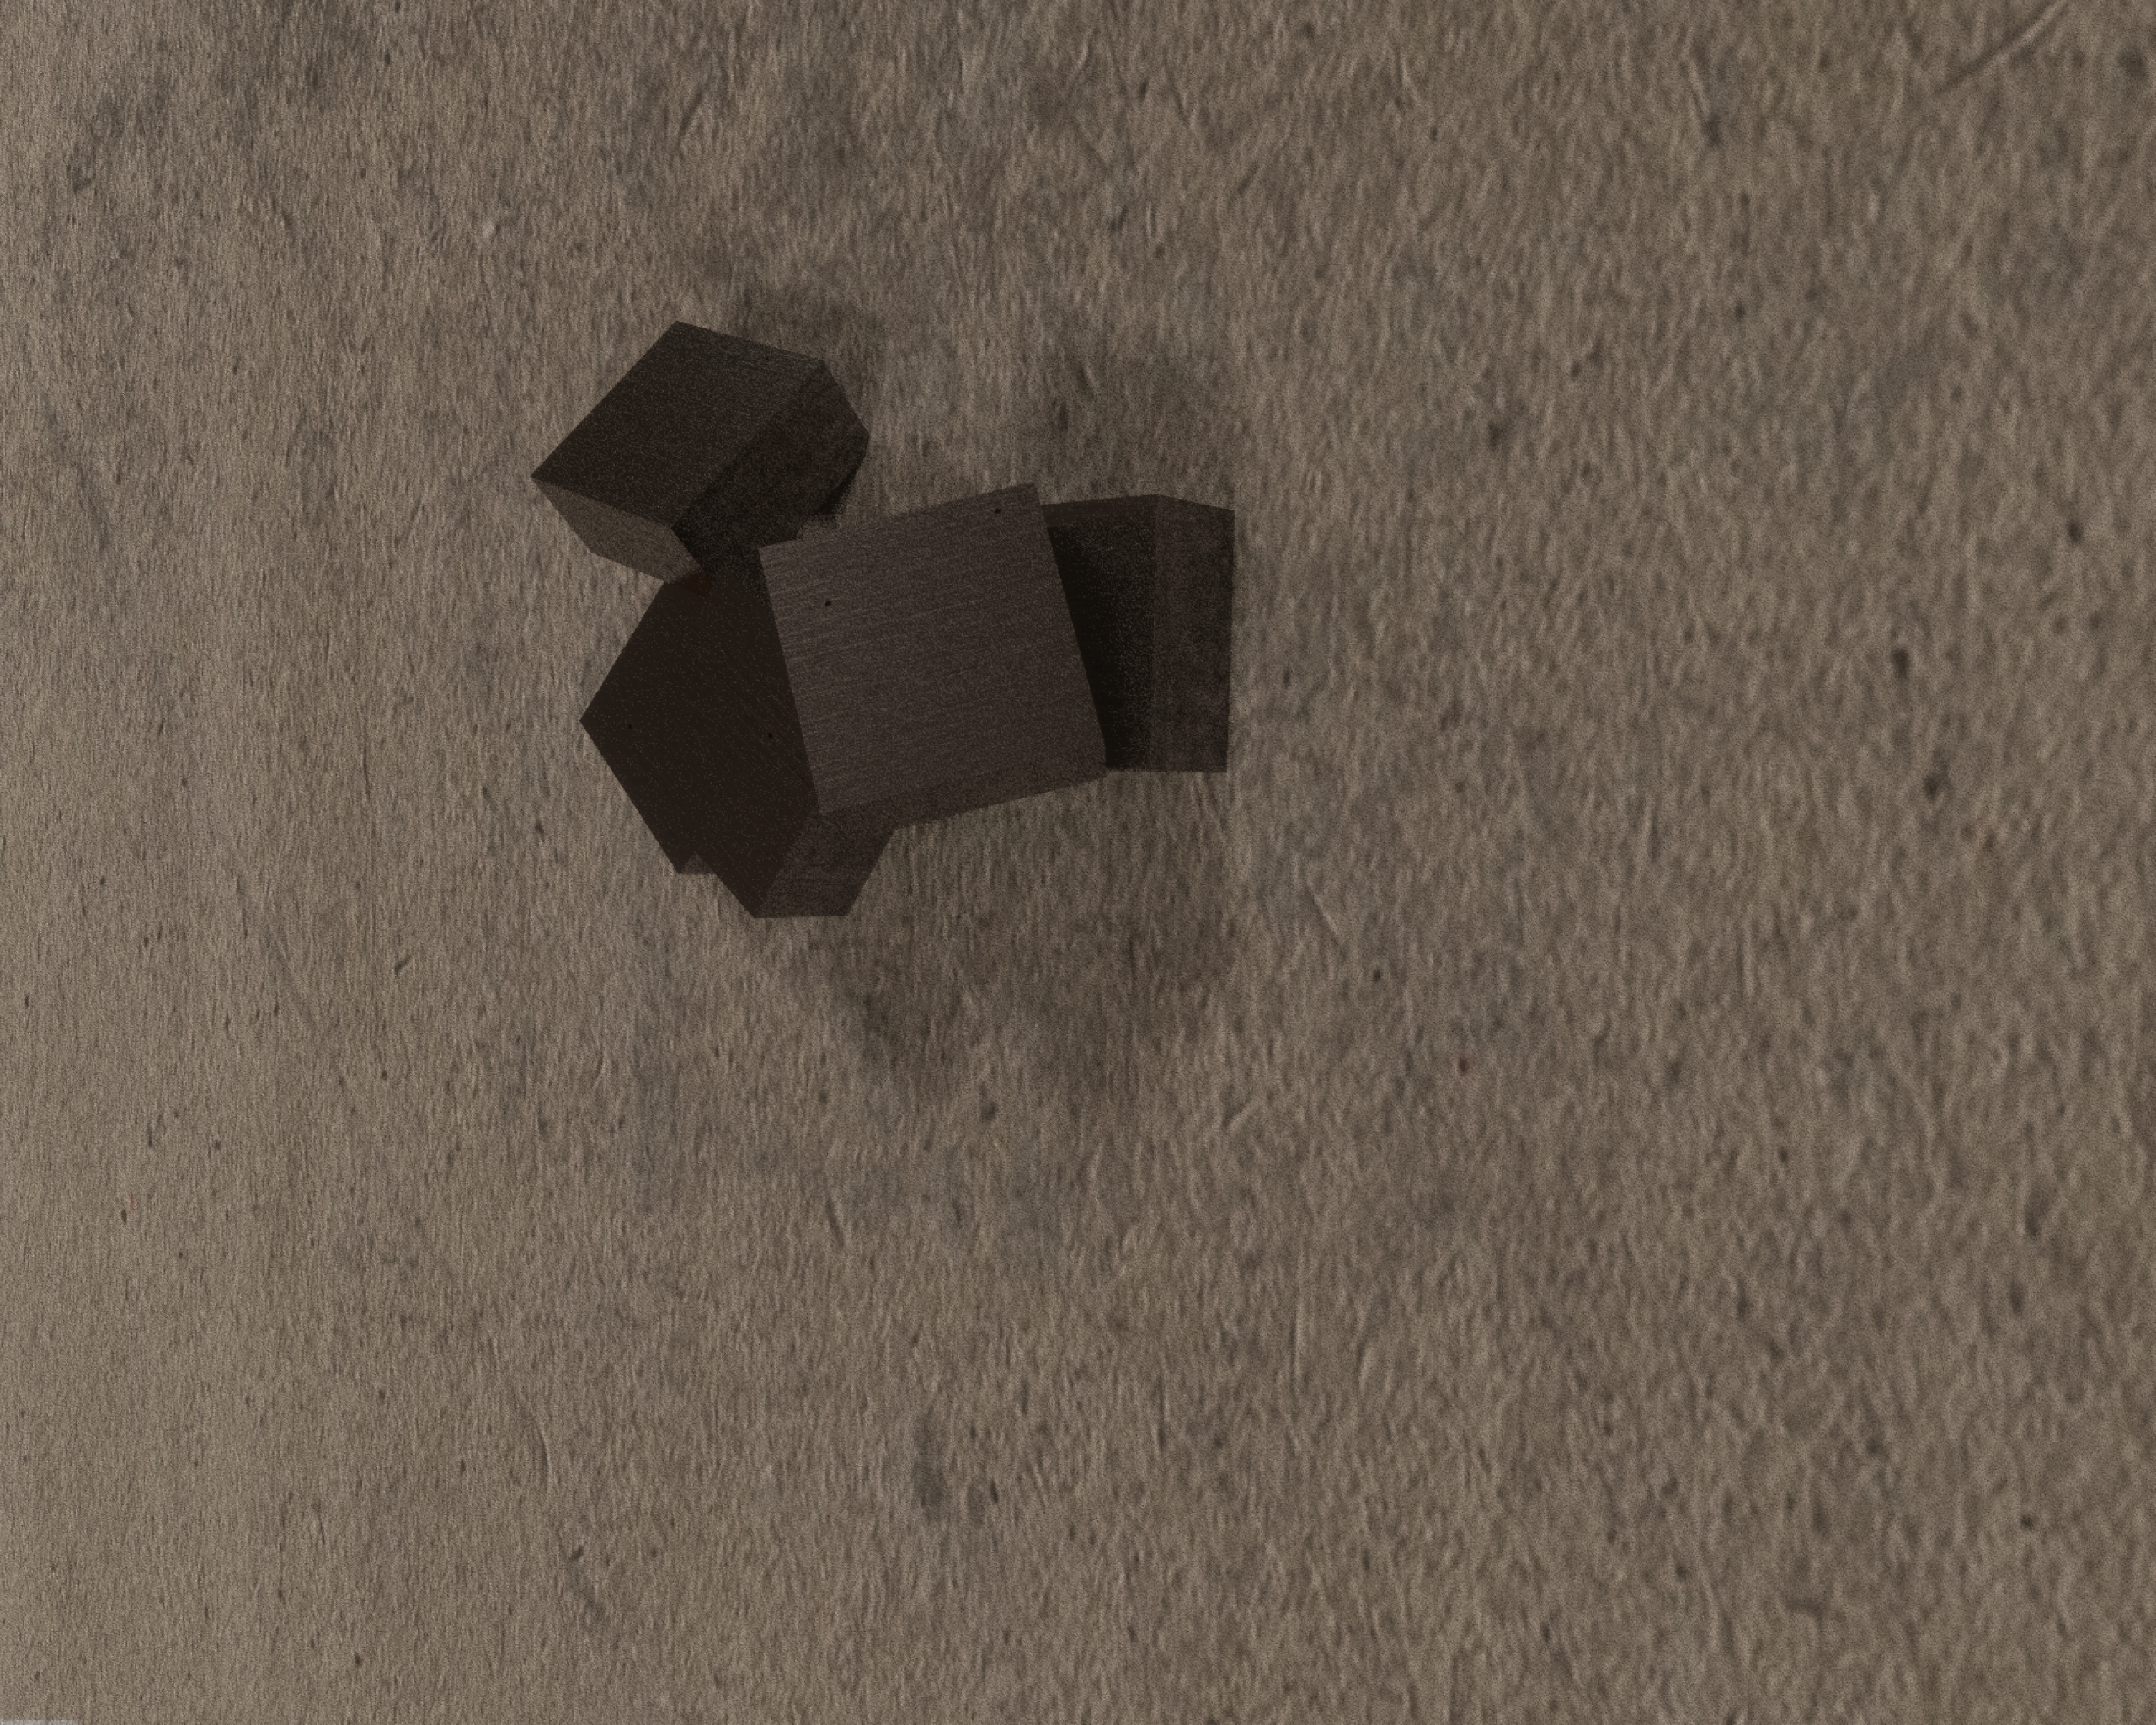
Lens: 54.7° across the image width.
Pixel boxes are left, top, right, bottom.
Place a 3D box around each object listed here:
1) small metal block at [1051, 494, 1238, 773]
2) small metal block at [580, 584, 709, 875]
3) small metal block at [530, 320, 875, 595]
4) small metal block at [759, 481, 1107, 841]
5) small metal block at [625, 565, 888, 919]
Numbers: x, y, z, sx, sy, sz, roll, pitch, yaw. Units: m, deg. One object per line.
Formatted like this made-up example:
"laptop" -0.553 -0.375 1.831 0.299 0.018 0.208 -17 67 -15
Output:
"small metal block" 0.002 -0.043 0.403 0.050 0.025 0.050 3 92 39
"small metal block" -0.080 -0.032 0.469 0.050 0.025 0.050 -52 60 27
"small metal block" -0.082 -0.088 0.457 0.050 0.025 0.050 24 68 37
"small metal block" -0.026 -0.036 0.377 0.050 0.025 0.050 -14 78 -2
"small metal block" -0.058 -0.024 0.418 0.050 0.025 0.050 45 117 30
